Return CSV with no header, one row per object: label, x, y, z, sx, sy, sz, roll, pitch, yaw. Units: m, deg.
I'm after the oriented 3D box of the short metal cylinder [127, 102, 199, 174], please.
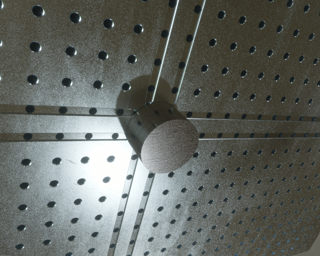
short metal cylinder,0.003,0.013,0.405,0.081,0.050,0.079,-14,125,-21
